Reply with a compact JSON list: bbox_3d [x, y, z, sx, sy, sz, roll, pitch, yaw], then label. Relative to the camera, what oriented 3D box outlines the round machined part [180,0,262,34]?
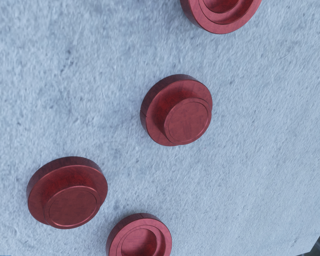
[{"bbox_3d":[0.063,-0.156,0.336,0.099,0.042,0.097,-14,125,-21],"label":"round machined part"}]

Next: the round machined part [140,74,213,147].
[{"bbox_3d":[0.027,-0.017,0.402,0.099,0.042,0.097,-14,125,-21],"label":"round machined part"}]

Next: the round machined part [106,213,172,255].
[{"bbox_3d":[-0.035,0.176,0.474,0.099,0.042,0.097,-3,98,-22],"label":"round machined part"}]

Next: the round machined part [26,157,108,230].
[{"bbox_3d":[-0.113,0.088,0.389,0.099,0.042,0.097,-14,125,-21],"label":"round machined part"}]
